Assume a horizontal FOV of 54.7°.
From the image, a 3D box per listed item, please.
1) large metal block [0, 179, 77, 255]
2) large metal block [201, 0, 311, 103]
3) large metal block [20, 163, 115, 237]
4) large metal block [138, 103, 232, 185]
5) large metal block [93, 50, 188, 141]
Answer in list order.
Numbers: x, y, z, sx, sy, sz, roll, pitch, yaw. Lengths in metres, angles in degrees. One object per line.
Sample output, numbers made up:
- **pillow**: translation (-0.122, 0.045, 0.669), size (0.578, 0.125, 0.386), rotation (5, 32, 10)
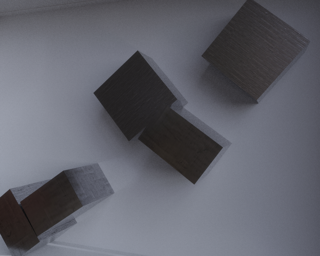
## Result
- **large metal block**: translation (-0.180, 0.126, 0.443), size (0.050, 0.080, 0.080), rotation (-39, 78, 16)
- **large metal block**: translation (0.109, -0.086, 0.359), size (0.080, 0.050, 0.080), rotation (43, 103, 14)
- **large metal block**: translation (-0.123, 0.095, 0.423), size (0.080, 0.080, 0.050), rotation (-35, 79, 16)
- **large metal block**: translation (0.033, 0.016, 0.369), size (0.080, 0.080, 0.050), rotation (38, 102, 15)
- **large metal block**: translation (-0.024, -0.039, 0.405), size (0.080, 0.050, 0.080), rotation (-41, 77, 15)
